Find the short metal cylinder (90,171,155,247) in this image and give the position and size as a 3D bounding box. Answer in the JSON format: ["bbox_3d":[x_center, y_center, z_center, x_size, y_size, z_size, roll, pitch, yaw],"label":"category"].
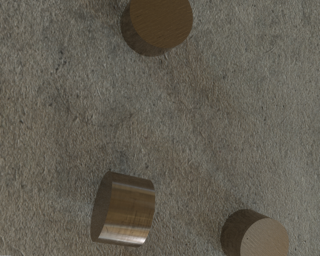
[{"bbox_3d":[-0.045,0.095,0.363,0.050,0.080,0.080,16,85,-19],"label":"short metal cylinder"}]

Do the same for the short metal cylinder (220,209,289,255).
[{"bbox_3d":[0.135,0.163,0.446,0.081,0.050,0.080,0,90,-20],"label":"short metal cylinder"}]

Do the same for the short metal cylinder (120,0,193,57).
[{"bbox_3d":[-0.005,-0.136,0.393,0.081,0.050,0.080,0,90,-20],"label":"short metal cylinder"}]
